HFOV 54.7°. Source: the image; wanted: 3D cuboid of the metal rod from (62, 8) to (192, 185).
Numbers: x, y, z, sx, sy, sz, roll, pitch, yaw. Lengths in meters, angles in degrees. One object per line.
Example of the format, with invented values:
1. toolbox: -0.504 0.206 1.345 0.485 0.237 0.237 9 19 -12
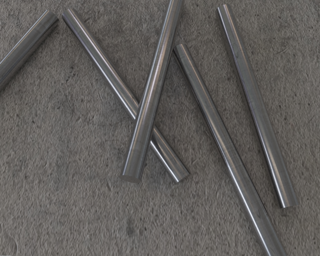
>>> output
1. metal rod: -0.054 -0.054 0.427 0.025 0.025 0.299 -32 73 -11

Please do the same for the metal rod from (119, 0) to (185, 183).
1. metal rod: -0.003 -0.073 0.415 0.025 0.025 0.300 11 63 4

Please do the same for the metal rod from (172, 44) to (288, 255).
1. metal rod: 0.081 0.017 0.402 0.025 0.025 0.299 -20 71 -7

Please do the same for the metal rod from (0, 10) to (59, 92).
1. metal rod: -0.238 -0.047 0.423 0.025 0.025 0.300 29 72 10

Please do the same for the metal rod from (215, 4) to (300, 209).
1. metal rod: 0.127 -0.043 0.424 0.025 0.025 0.299 -11 70 -4
